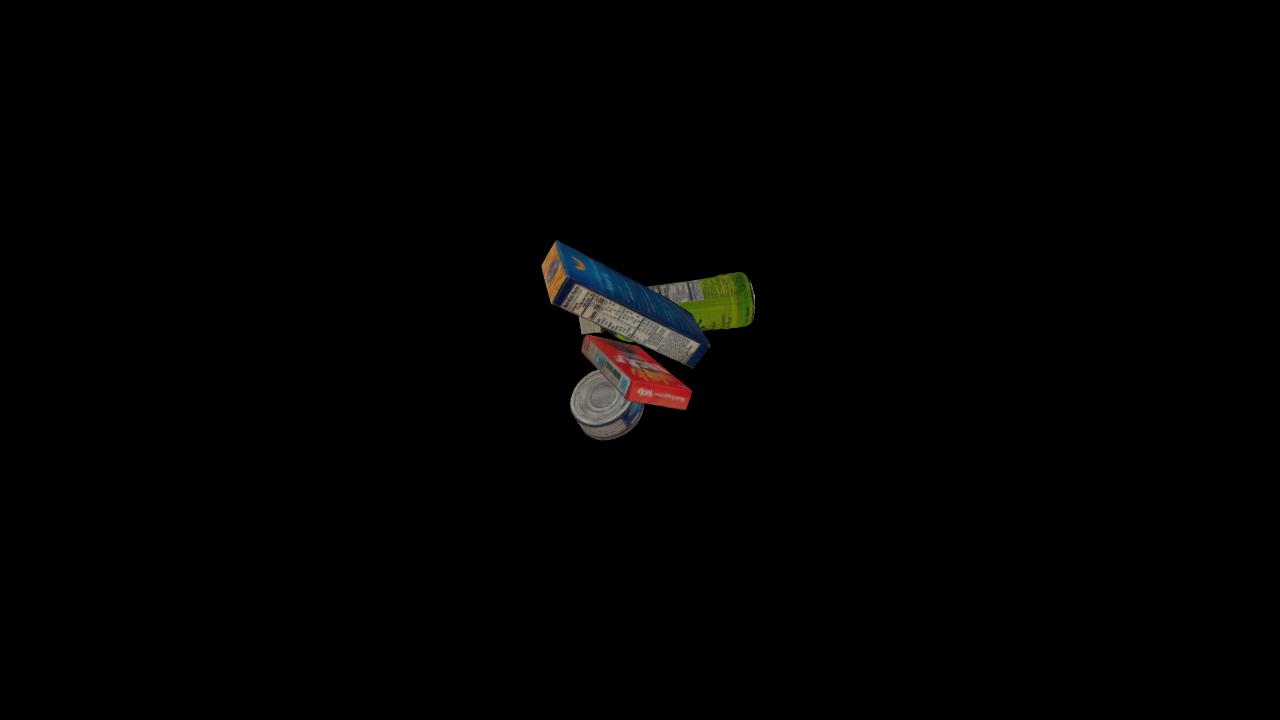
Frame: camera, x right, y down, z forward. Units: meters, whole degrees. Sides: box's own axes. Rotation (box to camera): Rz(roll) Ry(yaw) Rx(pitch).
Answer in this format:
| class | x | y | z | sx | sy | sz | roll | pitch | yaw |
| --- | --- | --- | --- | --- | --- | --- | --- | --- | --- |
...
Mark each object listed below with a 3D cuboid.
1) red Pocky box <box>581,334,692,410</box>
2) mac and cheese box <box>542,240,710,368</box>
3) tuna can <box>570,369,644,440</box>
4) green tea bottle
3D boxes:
| class | x | y | z | sx | sy | sz | roll | pitch | yaw |
| --- | --- | --- | --- | --- | --- | --- | --- | --- | --- |
| red Pocky box | -0.007 | 0.012 | 0.746 | 0.083 | 0.028 | 0.155 | 13 | 15 | -30 |
| mac and cheese box | -0.015 | -0.059 | 0.670 | 0.184 | 0.041 | 0.093 | 24 | 25 | -28 |
| tuna can | -0.039 | 0.050 | 0.724 | 0.084 | 0.084 | 0.034 | 0 | -36 | 22 |
| green tea bottle | 0.030 | -0.062 | 0.756 | 0.212 | 0.073 | 0.073 | -6 | 1 | -5 |
